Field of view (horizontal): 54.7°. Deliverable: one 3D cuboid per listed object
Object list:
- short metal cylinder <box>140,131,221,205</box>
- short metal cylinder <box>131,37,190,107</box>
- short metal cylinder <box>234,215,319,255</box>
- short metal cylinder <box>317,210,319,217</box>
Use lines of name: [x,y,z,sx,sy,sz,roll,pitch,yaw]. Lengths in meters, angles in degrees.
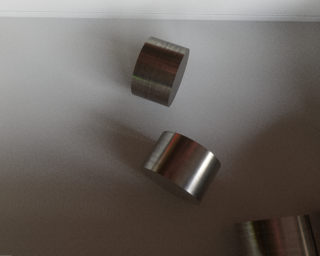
short metal cylinder: [0.024,0.047,0.364,0.080,0.080,0.050,30,73,10]
short metal cylinder: [0.001,-0.073,0.407,0.050,0.080,0.080,20,71,7]
short metal cylinder: [0.125,0.125,0.336,0.081,0.080,0.050,-6,70,-2]
short metal cylinder: [0.227,0.107,0.344,0.081,0.080,0.050,-14,71,-6]
